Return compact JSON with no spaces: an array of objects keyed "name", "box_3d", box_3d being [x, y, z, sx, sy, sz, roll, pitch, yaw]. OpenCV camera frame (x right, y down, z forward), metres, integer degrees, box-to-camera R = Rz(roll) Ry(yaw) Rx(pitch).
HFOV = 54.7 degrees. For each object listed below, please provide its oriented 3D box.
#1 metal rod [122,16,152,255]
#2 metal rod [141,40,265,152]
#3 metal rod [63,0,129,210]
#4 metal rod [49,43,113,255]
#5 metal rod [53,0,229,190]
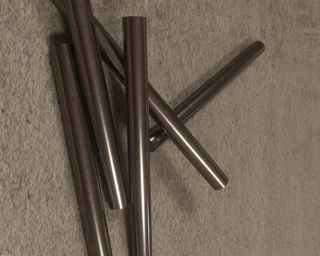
[{"name":"metal rod","box_3d":[-0.024,0.031,0.355,0.025,0.025,0.298,-12,108,-40]},{"name":"metal rod","box_3d":[0.080,-0.062,0.474,0.302,0.025,0.025,-41,115,-33]},{"name":"metal rod","box_3d":[-0.070,-0.051,0.324,0.025,0.025,0.298,-22,111,-38]},{"name":"metal rod","box_3d":[-0.079,0.061,0.339,0.025,0.025,0.298,-15,100,-39]},{"name":"metal rod","box_3d":[-0.009,-0.031,0.373,0.300,0.025,0.025,49,61,-20]}]
